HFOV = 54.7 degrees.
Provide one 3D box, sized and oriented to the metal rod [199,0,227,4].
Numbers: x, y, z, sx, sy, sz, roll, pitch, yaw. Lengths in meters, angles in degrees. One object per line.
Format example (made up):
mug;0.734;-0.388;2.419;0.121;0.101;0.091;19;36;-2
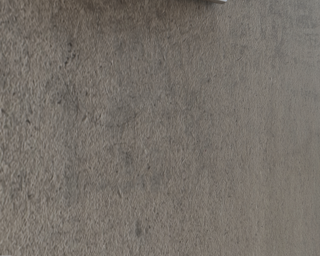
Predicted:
metal rod;-0.016;-0.189;0.392;0.302;0.025;0.025;-10;97;-40
